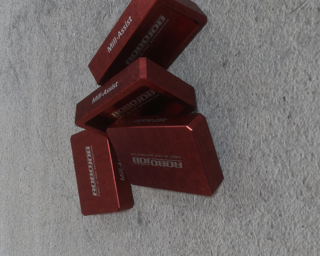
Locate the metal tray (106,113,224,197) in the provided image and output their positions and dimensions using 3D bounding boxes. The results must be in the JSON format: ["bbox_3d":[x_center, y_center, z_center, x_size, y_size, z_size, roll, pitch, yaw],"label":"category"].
[{"bbox_3d":[0.003,0.030,0.373,0.130,0.030,0.090,-1,119,40],"label":"metal tray"}]

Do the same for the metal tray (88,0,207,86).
[{"bbox_3d":[-0.015,-0.102,0.374,0.129,0.091,0.030,-46,62,30],"label":"metal tray"}]

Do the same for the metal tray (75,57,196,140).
[{"bbox_3d":[-0.032,-0.026,0.386,0.130,0.090,0.030,-27,53,36],"label":"metal tray"}]

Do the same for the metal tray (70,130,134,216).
[{"bbox_3d":[-0.092,0.064,0.478,0.090,0.030,0.129,-19,78,38],"label":"metal tray"}]
